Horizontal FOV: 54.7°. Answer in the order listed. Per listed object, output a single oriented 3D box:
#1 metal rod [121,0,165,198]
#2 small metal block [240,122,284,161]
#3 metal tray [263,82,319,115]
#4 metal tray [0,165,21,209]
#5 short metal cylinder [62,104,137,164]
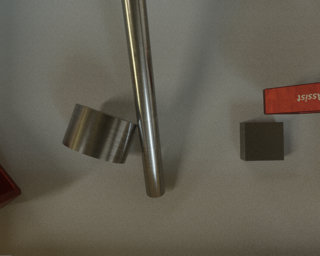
[{"bbox_3d":[-0.019,-0.049,0.352,0.025,0.025,0.298,-6,114,0],"label":"metal rod"},{"bbox_3d":[0.135,0.017,0.413,0.050,0.025,0.050,-1,90,-1],"label":"small metal block"},{"bbox_3d":[0.197,-0.034,0.348,0.091,0.130,0.030,-3,90,-45],"label":"metal tray"},{"bbox_3d":[-0.238,0.047,0.375,0.030,0.090,0.130,-38,91,0],"label":"metal tray"},{"bbox_3d":[-0.073,0.007,0.383,0.080,0.080,0.050,20,90,-1],"label":"short metal cylinder"}]
